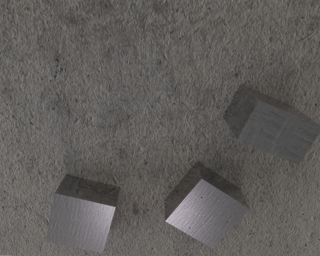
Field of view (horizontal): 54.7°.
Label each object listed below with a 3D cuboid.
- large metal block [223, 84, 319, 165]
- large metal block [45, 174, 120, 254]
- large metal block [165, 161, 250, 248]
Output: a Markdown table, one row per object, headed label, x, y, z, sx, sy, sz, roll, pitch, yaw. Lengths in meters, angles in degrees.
| label | x | y | z | sx | sy | sz | roll | pitch | yaw |
| --- | --- | --- | --- | --- | --- | --- | --- | --- | --- |
| large metal block | 0.132 | -0.008 | 0.379 | 0.080 | 0.080 | 0.050 | 22 | 109 | -8 |
| large metal block | -0.108 | 0.121 | 0.440 | 0.080 | 0.050 | 0.079 | 15 | 109 | -6 |
| large metal block | 0.063 | 0.108 | 0.437 | 0.080 | 0.050 | 0.080 | 33 | 107 | -12 |
